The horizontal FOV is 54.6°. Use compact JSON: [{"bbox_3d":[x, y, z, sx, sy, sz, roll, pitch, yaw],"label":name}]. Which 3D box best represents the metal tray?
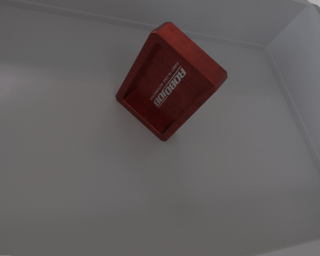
[{"bbox_3d":[0.007,-0.048,0.371,0.090,0.129,0.030,42,51,0],"label":"metal tray"}]
